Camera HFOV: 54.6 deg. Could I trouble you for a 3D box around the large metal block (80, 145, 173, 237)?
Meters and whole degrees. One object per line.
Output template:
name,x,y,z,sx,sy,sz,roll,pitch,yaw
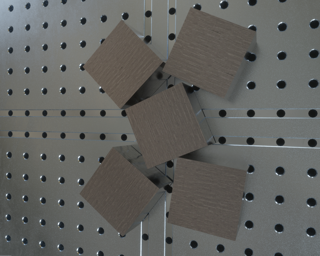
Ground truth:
large metal block,-0.045,0.080,0.414,0.080,0.050,0.080,40,102,16

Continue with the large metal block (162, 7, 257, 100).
large metal block,0.061,-0.087,0.377,0.080,0.050,0.080,27,99,15

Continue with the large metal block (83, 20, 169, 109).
large metal block,-0.040,-0.080,0.414,0.080,0.050,0.080,-46,75,15

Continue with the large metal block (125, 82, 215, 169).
large metal block,0.014,-0.002,0.394,0.080,0.050,0.080,-24,82,18

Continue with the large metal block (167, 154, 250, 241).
large metal block,0.060,0.080,0.378,0.080,0.050,0.080,10,93,19
